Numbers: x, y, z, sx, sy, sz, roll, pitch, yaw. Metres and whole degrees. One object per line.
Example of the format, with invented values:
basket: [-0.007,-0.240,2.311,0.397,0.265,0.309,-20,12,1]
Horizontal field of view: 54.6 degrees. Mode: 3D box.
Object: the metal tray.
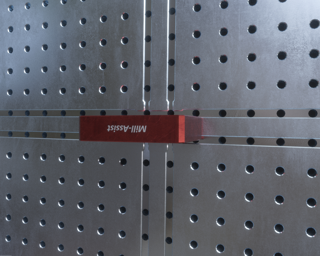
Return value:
metal tray: [-0.021,0.000,0.386,0.130,0.090,0.030,0,91,20]
